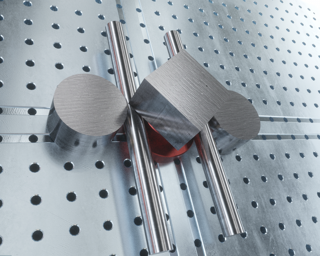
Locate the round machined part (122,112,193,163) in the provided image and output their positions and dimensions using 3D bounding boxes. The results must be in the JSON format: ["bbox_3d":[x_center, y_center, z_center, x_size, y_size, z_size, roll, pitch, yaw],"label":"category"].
[{"bbox_3d":[0.003,-0.007,0.404,0.099,0.042,0.098,14,56,-21],"label":"round machined part"}]

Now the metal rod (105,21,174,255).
[{"bbox_3d":[-0.031,-0.009,0.369,0.025,0.025,0.299,0,62,-28],"label":"metal rod"}]

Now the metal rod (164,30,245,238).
[{"bbox_3d":[0.051,-0.010,0.415,0.025,0.025,0.299,0,62,-28],"label":"metal rod"}]

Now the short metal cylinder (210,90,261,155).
[{"bbox_3d":[0.096,-0.008,0.448,0.081,0.050,0.080,14,56,-21],"label":"short metal cylinder"}]

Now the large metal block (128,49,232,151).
[{"bbox_3d":[0.025,-0.035,0.366,0.080,0.050,0.080,44,51,2],"label":"large metal block"}]

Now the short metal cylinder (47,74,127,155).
[{"bbox_3d":[-0.084,-0.015,0.356,0.081,0.050,0.080,14,56,-21],"label":"short metal cylinder"}]
